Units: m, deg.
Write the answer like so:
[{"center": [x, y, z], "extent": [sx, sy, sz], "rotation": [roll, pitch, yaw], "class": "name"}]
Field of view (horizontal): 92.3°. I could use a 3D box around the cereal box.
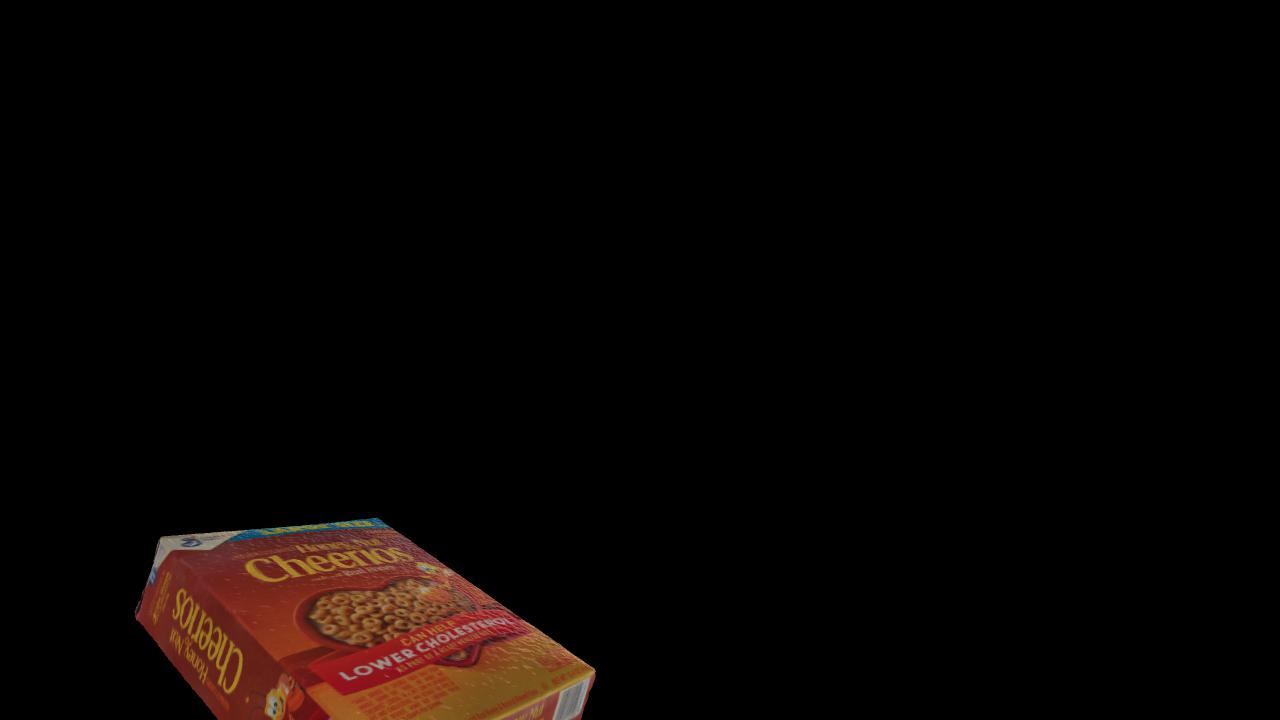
[{"center": [-0.215, 0.223, 0.486], "extent": [0.306, 0.081, 0.203], "rotation": [19, 1, 32], "class": "cereal box"}]
